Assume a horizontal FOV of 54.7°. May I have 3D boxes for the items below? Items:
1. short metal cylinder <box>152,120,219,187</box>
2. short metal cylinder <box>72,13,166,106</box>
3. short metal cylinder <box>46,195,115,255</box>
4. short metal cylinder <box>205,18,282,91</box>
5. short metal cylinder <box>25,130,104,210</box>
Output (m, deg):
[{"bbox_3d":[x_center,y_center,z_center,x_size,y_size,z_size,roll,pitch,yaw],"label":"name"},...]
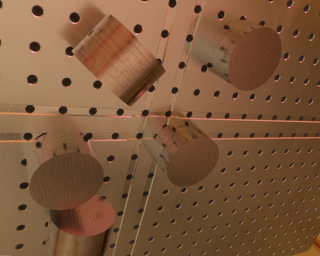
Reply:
[{"bbox_3d":[0.035,0.036,0.438,0.081,0.050,0.079,-14,125,-21],"label":"short metal cylinder"},{"bbox_3d":[-0.041,-0.067,0.313,0.050,0.080,0.080,-46,130,3],"label":"short metal cylinder"},{"bbox_3d":[-0.103,0.128,0.400,0.081,0.080,0.050,1,118,-29],"label":"short metal cylinder"},{"bbox_3d":[0.106,-0.094,0.397,0.081,0.050,0.079,-14,124,-21],"label":"short metal cylinder"},{"bbox_3d":[-0.113,0.049,0.365,0.081,0.050,0.079,-14,125,-21],"label":"short metal cylinder"}]
